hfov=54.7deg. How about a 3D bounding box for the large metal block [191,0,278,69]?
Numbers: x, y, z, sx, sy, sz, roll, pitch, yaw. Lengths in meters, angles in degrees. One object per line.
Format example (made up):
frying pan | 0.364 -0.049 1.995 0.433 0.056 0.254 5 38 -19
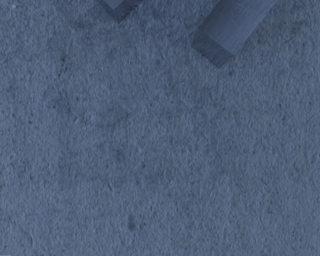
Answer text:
large metal block | 0.087 -0.127 0.384 0.050 0.080 0.080 38 90 -1

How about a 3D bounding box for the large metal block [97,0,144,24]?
large metal block | -0.055 -0.198 0.397 0.080 0.050 0.080 -44 91 0
